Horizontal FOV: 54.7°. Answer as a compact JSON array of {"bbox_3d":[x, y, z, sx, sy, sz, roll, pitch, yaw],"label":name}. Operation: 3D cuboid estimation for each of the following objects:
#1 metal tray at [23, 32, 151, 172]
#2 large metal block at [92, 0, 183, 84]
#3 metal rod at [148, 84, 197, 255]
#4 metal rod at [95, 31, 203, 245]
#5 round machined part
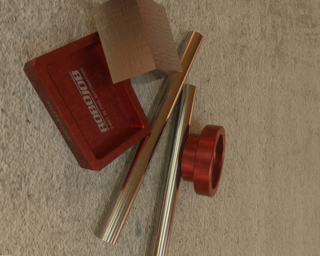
[{"bbox_3d":[-0.073,-0.030,0.341,0.091,0.030,0.129,-38,114,-34],"label":"metal tray"},{"bbox_3d":[-0.021,-0.095,0.344,0.080,0.050,0.080,-19,94,-66],"label":"large metal block"},{"bbox_3d":[0.012,0.086,0.417,0.025,0.025,0.299,18,78,-39],"label":"metal rod"},{"bbox_3d":[-0.006,-0.002,0.401,0.025,0.025,0.300,37,67,-34],"label":"metal rod"},{"bbox_3d":[0.059,0.043,0.428,0.098,0.042,0.097,7,91,-69],"label":"round machined part"}]
